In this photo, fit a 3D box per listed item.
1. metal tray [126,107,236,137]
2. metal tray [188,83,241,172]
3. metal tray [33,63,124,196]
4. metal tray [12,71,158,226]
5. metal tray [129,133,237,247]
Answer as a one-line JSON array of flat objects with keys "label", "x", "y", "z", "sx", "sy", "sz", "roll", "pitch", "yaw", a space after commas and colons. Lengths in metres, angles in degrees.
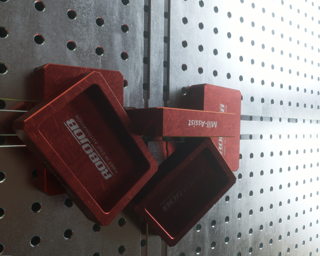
[{"label": "metal tray", "x": 0.020, "y": -0.005, "z": 0.384, "sx": 0.131, "sy": 0.090, "sz": 0.030, "roll": 2, "pitch": 89, "yaw": -40}, {"label": "metal tray", "x": 0.085, "y": 0.002, "z": 0.479, "sx": 0.091, "sy": 0.030, "sz": 0.129, "roll": 4, "pitch": 88, "yaw": -40}, {"label": "metal tray", "x": -0.085, "y": 0.001, "z": 0.336, "sx": 0.091, "sy": 0.030, "sz": 0.129, "roll": -1, "pitch": 92, "yaw": -40}, {"label": "metal tray", "x": -0.066, "y": 0.021, "z": 0.310, "sx": 0.090, "sy": 0.030, "sz": 0.130, "roll": -46, "pitch": 118, "yaw": -31}, {"label": "metal tray", "x": 0.032, "y": 0.081, "z": 0.411, "sx": 0.130, "sy": 0.030, "sz": 0.090, "roll": -42, "pitch": 118, "yaw": -13}]
